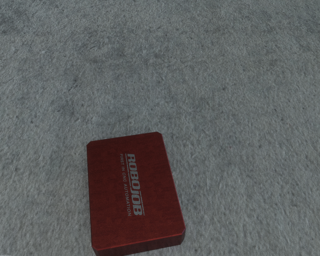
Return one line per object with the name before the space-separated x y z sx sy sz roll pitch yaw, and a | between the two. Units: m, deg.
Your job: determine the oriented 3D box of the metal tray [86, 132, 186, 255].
metal tray | -0.031 0.068 0.343 0.091 0.030 0.130 -8 51 -7
